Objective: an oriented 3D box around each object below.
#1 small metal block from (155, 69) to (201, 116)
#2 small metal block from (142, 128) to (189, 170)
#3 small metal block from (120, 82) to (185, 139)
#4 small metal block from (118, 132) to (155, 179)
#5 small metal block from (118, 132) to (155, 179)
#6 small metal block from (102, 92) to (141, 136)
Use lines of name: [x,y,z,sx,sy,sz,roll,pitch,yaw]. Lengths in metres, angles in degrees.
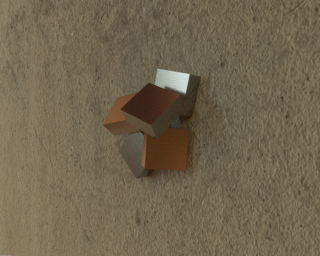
small metal block: [0.019,-0.045,0.389,0.050,0.025,0.050,18,101,38]
small metal block: [0.006,0.024,0.381,0.025,0.050,0.050,-164,78,-77]
small metal block: [-0.008,-0.021,0.361,0.050,0.025,0.050,27,63,36]
small metal block: [-0.023,0.033,0.424,0.050,0.025,0.050,-52,60,27]
small metal block: [-0.023,0.033,0.424,0.050,0.025,0.050,-52,60,27]
small metal block: [-0.044,-0.020,0.424,0.050,0.025,0.050,-10,46,39]
